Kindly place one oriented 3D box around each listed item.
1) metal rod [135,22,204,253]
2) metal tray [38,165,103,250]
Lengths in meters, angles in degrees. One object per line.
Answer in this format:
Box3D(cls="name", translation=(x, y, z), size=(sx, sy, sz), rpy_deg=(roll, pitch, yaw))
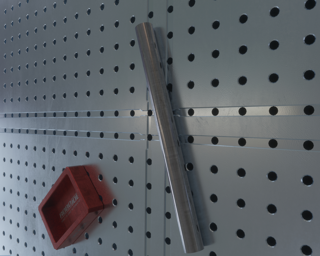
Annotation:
Box3D(cls="metal rod", translation=(0.010, 0.004, 0.401), size=(0.025, 0.025, 0.299), rpy_deg=(-21, 77, 38))
Box3D(cls="metal tray", translation=(-0.158, 0.138, 0.537), size=(0.129, 0.030, 0.090), rpy_deg=(-49, 61, 28))
